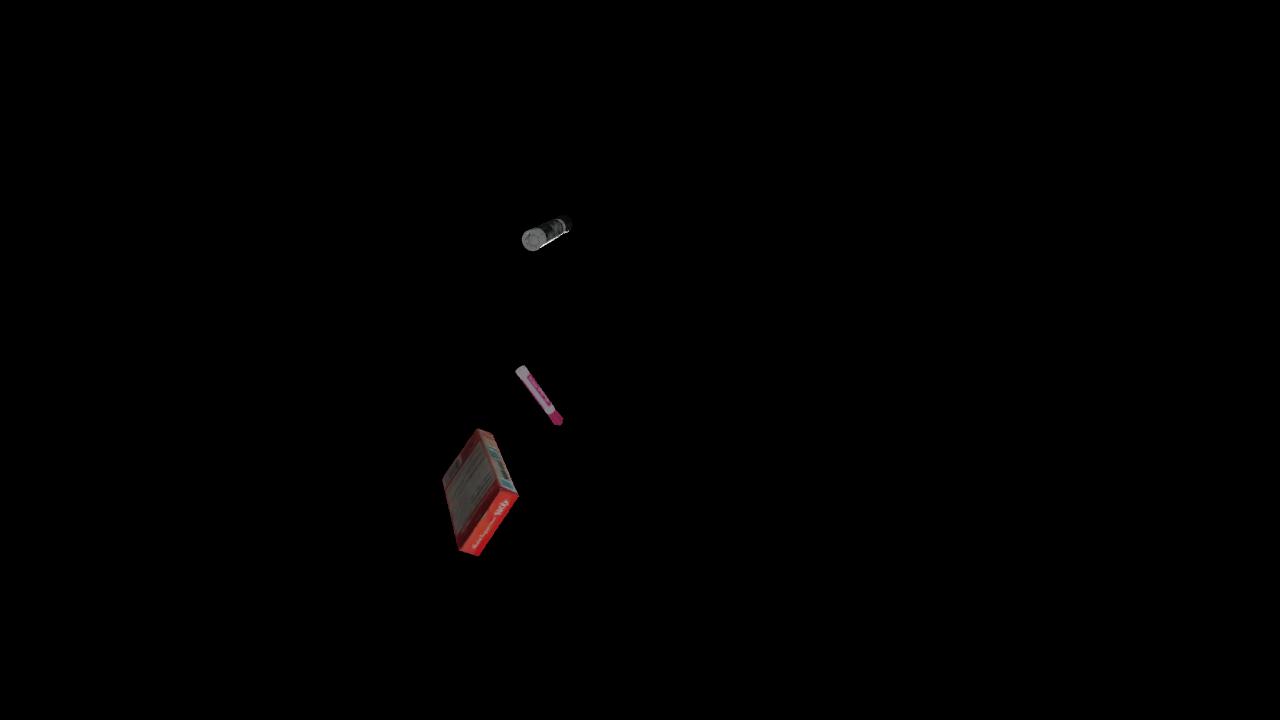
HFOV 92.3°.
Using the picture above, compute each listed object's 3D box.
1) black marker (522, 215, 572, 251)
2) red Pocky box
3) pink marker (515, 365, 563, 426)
[{"bbox_3d":[-0.087,-0.125,0.594,0.020,0.020,0.121,0,20,8],"label":"black marker"},{"bbox_3d":[-0.187,0.147,0.709,0.028,0.083,0.155,34,3,-30],"label":"red Pocky box"},{"bbox_3d":[-0.163,0.061,1.007,0.020,0.121,0.020,-26,24,13],"label":"pink marker"}]
